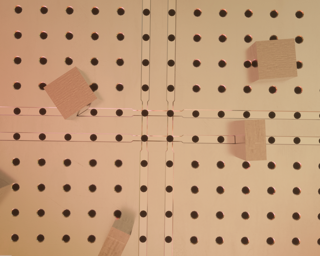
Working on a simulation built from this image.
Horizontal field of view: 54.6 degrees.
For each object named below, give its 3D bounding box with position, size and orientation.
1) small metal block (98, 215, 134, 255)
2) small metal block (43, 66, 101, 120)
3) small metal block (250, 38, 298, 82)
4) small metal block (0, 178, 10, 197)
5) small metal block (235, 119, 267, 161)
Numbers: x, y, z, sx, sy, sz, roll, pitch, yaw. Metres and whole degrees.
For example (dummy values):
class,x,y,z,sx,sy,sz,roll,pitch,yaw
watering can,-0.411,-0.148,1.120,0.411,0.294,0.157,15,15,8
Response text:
class,x,y,z,sx,sy,sz,roll,pitch,yaw
small metal block,-0.058,0.147,0.401,0.025,0.050,0.050,26,90,0
small metal block,-0.116,-0.045,0.413,0.050,0.025,0.050,-34,90,0
small metal block,0.151,-0.090,0.414,0.050,0.025,0.050,-5,90,0
small metal block,-0.241,0.083,0.412,0.050,0.025,0.050,37,90,0
small metal block,0.116,0.015,0.402,0.025,0.050,0.050,-2,90,0
